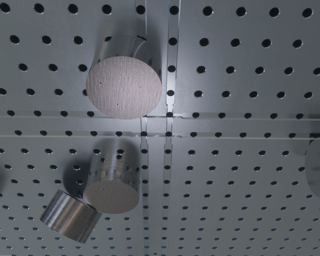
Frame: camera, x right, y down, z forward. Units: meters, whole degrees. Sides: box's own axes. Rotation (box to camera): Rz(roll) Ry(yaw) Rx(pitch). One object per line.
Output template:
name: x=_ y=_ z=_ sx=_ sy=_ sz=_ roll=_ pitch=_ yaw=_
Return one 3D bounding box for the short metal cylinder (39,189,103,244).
short metal cylinder: x=-0.138 y=0.137 z=0.484 sx=0.080 sy=0.050 sz=0.080 roll=27 pitch=163 yaw=9

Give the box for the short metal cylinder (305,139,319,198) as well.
short metal cylinder: x=0.243 y=0.055 z=0.425 sx=0.050 sy=0.080 sz=0.079 roll=0 pitch=130 yaw=0

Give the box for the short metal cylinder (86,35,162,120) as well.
short metal cylinder: x=-0.038 y=-0.056 z=0.347 sx=0.081 sy=0.050 sz=0.079 roll=0 pitch=130 yaw=0

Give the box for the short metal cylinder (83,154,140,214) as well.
short metal cylinder: x=-0.071 y=0.085 z=0.467 sx=0.081 sy=0.050 sz=0.079 roll=0 pitch=130 yaw=0
